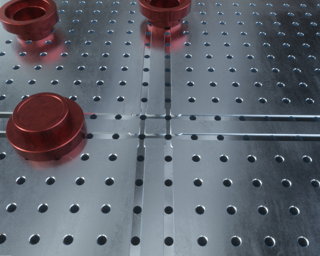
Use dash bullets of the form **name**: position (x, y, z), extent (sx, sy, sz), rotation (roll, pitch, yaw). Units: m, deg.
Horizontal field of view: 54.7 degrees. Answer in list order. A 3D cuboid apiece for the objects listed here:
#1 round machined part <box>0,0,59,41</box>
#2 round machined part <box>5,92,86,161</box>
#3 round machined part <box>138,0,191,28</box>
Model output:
- **round machined part**: position (-0.231, -0.194, 0.557), extent (0.099, 0.042, 0.098), rotation (0, 50, 0)
- **round machined part**: position (-0.149, -0.009, 0.402), extent (0.099, 0.042, 0.098), rotation (0, 50, 0)
- **round machined part**: position (0.009, -0.228, 0.588), extent (0.099, 0.042, 0.098), rotation (0, 50, 0)
